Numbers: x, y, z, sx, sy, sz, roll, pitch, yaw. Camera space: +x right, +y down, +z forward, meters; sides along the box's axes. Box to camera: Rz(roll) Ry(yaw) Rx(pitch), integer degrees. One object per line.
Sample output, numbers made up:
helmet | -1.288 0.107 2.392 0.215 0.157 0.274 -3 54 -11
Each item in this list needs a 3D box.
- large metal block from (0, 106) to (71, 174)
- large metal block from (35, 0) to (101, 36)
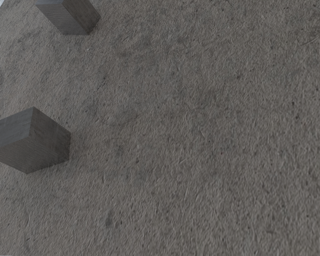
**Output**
large metal block | -0.192 0.021 0.457 0.080 0.080 0.050 -18 55 17
large metal block | -0.177 -0.228 0.602 0.080 0.080 0.050 14 69 34
